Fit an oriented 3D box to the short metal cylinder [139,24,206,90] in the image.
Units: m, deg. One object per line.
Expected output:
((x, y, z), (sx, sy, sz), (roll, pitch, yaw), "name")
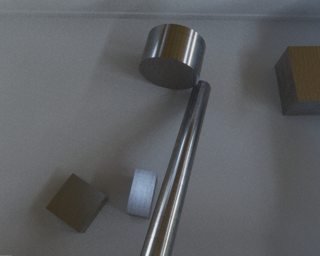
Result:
((0.017, -0.093, 0.415), (0.080, 0.080, 0.050), (12, 71, 4), "short metal cylinder")

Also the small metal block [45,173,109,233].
((-0.099, 0.091, 0.375), (0.050, 0.025, 0.050), (32, 73, 10), "small metal block")

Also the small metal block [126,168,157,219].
((-0.020, 0.080, 0.367), (0.025, 0.050, 0.050), (11, 70, 3), "small metal block")

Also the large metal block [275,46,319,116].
((0.211, -0.064, 0.422), (0.081, 0.050, 0.080), (-1, 70, -1), "large metal block")

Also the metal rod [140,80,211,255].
((0.021, 0.042, 0.326), (0.025, 0.025, 0.301), (16, 44, 5), "metal rod")
